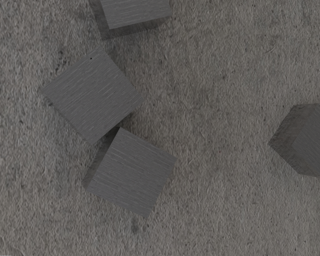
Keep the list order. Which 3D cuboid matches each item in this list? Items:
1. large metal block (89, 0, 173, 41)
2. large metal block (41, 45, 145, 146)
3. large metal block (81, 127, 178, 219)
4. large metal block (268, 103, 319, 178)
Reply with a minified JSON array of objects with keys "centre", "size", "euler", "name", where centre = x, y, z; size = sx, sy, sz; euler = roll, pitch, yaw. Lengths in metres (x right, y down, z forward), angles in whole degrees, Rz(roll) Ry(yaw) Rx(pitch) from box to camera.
[{"centre":[-0.041,-0.162,0.380],"size":[0.081,0.050,0.080],"euler":[-20,97,-19],"name":"large metal block"},{"centre":[-0.080,-0.037,0.366],"size":[0.080,0.050,0.080],"euler":[-42,104,-15],"name":"large metal block"},{"centre":[-0.039,0.052,0.381],"size":[0.080,0.050,0.080],"euler":[30,80,-18],"name":"large metal block"},{"centre":[0.230,0.019,0.480],"size":[0.080,0.050,0.080],"euler":[41,77,-16],"name":"large metal block"}]
